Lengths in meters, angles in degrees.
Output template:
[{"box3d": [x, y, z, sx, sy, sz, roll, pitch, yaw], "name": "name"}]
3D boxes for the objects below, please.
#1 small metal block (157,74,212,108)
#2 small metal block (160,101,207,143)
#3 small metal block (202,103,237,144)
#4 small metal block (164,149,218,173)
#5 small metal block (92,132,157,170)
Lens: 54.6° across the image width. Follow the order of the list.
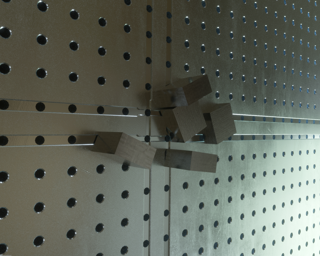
[{"box3d": [0.033, -0.050, 0.419, 0.050, 0.050, 0.025, -31, 109, -36], "name": "small metal block"}, {"box3d": [0.034, -0.013, 0.437, 0.050, 0.025, 0.050, -33, 111, -35], "name": "small metal block"}, {"box3d": [0.090, -0.007, 0.483, 0.050, 0.025, 0.050, -25, 106, -37], "name": "small metal block"}, {"box3d": [0.043, 0.045, 0.427, 0.050, 0.050, 0.025, 12, 83, -39], "name": "small metal block"}, {"box3d": [-0.041, 0.026, 0.357, 0.050, 0.050, 0.025, 29, 72, -36], "name": "small metal block"}]
